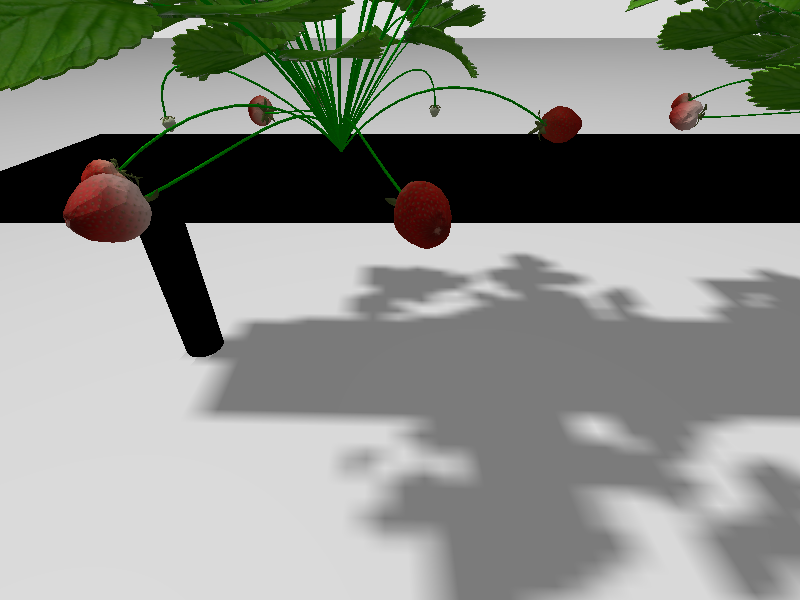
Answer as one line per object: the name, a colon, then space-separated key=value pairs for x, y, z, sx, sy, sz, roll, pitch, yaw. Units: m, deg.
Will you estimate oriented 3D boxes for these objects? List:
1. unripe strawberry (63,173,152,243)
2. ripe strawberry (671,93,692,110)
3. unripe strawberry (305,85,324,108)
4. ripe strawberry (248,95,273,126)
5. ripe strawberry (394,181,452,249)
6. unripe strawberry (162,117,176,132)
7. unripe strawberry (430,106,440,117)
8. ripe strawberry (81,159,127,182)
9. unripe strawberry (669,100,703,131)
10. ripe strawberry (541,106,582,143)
unripe strawberry: x=-0.140 y=-0.042 z=0.191 sx=0.032 sy=0.033 sz=0.034 roll=17 pitch=39 yaw=23
ripe strawberry: x=0.332 y=-0.231 z=0.472 sx=0.019 sy=0.022 sz=0.021 roll=-13 pitch=11 yaw=-18
unripe strawberry: x=-0.105 y=-0.252 z=0.499 sx=0.027 sy=0.028 sz=0.029 roll=-9 pitch=24 yaw=-13
ripe strawberry: x=-0.145 y=-0.197 z=0.415 sx=0.025 sy=0.029 sz=0.027 roll=-28 pitch=43 yaw=-34
ripe strawberry: x=0.011 y=-0.038 z=0.184 sx=0.027 sy=0.031 sz=0.030 roll=-11 pitch=37 yaw=-16
unripe strawberry: x=-0.209 y=-0.159 z=0.363 sx=0.011 sy=0.012 sz=0.011 roll=8 pitch=35 yaw=11
unripe strawberry: x=0.038 y=-0.205 z=0.436 sx=0.010 sy=0.011 sz=0.011 roll=22 pitch=40 yaw=28
ripe strawberry: x=-0.172 y=-0.067 z=0.233 sx=0.022 sy=0.023 sz=0.025 roll=30 pitch=-18 yaw=36
unripe strawberry: x=0.283 y=-0.184 z=0.398 sx=0.026 sy=0.027 sz=0.024 roll=21 pitch=40 yaw=29
ripe strawberry: x=0.141 y=-0.154 z=0.351 sx=0.035 sy=0.030 sz=0.035 roll=-4 pitch=35 yaw=-7
